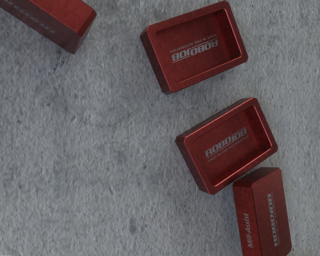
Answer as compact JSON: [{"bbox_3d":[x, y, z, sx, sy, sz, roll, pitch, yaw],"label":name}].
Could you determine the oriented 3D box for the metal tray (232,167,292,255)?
[{"bbox_3d":[0.149,0.129,0.445,0.091,0.030,0.129,-13,95,-45],"label":"metal tray"}]

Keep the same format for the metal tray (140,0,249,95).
[{"bbox_3d":[0.049,-0.111,0.425,0.131,0.030,0.090,-25,99,-19],"label":"metal tray"}]

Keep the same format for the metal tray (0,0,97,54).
[{"bbox_3d":[-0.136,-0.135,0.324,0.130,0.090,0.030,33,79,-18],"label":"metal tray"}]

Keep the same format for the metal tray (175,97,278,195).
[{"bbox_3d":[0.098,0.023,0.444,0.131,0.030,0.090,-30,100,-18],"label":"metal tray"}]
